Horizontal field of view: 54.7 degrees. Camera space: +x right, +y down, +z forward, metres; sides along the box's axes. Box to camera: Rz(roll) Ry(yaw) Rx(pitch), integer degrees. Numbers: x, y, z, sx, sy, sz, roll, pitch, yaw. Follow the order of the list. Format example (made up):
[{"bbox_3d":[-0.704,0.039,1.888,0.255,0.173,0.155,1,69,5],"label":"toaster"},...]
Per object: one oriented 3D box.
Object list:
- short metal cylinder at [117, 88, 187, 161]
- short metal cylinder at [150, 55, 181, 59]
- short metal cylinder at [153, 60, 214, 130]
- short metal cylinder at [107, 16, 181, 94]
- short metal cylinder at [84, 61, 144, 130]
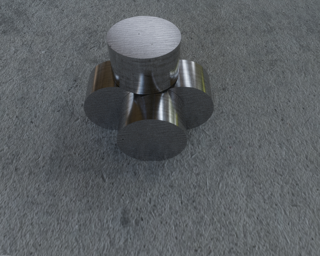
[{"bbox_3d":[-0.009,-0.003,0.371,0.081,0.080,0.050,0,50,-1],"label":"short metal cylinder"},{"bbox_3d":[-0.009,-0.081,0.437,0.081,0.080,0.050,-1,50,-2],"label":"short metal cylinder"},{"bbox_3d":[0.027,-0.041,0.404,0.081,0.080,0.050,0,50,-1],"label":"short metal cylinder"},{"bbox_3d":[-0.017,-0.084,0.355,0.081,0.050,0.080,0,50,0],"label":"short metal cylinder"},{"bbox_3d":[-0.055,-0.041,0.403,0.081,0.080,0.050,-1,50,-1],"label":"short metal cylinder"}]
